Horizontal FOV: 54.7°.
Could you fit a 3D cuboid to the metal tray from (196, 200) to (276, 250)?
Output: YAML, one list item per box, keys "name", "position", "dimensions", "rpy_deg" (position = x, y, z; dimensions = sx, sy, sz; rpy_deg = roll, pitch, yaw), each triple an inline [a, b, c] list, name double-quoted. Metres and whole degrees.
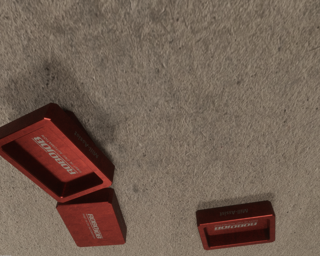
- name: "metal tray"
  position: [0.137, 0.177, 0.556]
  dimensions: [0.131, 0.030, 0.090]
  rpy_deg: [-10, 130, 8]

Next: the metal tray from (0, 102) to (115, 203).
- name: "metal tray"
  position: [-0.130, 0.037, 0.393]
  dimensions: [0.090, 0.030, 0.130]
  rpy_deg: [-22, 127, 17]

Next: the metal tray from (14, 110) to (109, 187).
- name: "metal tray"
  position: [-0.135, 0.042, 0.437]
  dimensions: [0.090, 0.030, 0.130]
  rpy_deg: [-16, 129, 12]

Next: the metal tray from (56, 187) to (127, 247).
- name: "metal tray"
  position: [-0.114, 0.158, 0.537]
  dimensions: [0.091, 0.030, 0.129]
  rpy_deg: [-5, 130, 4]
